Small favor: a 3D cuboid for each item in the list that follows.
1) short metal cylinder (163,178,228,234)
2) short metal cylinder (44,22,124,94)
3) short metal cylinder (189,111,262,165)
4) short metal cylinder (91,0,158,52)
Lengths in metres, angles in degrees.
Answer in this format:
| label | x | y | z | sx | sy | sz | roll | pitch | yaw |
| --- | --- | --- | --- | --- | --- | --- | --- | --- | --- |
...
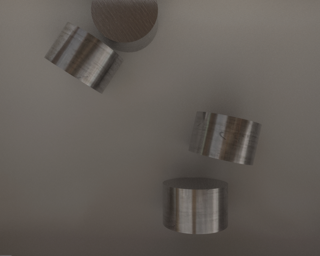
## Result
| label | x | y | z | sx | sy | sz | roll | pitch | yaw |
| --- | --- | --- | --- | --- | --- | --- | --- | --- | --- |
| short metal cylinder | 0.044 | 0.093 | 0.385 | 0.081 | 0.080 | 0.050 | 0 | 90 | -1 |
| short metal cylinder | -0.093 | -0.085 | 0.383 | 0.080 | 0.080 | 0.050 | 33 | 90 | -1 |
| short metal cylinder | 0.080 | 0.012 | 0.385 | 0.080 | 0.080 | 0.050 | 12 | 90 | -1 |
| short metal cylinder | -0.043 | -0.143 | 0.398 | 0.081 | 0.050 | 0.079 | 0 | 90 | -1 |
